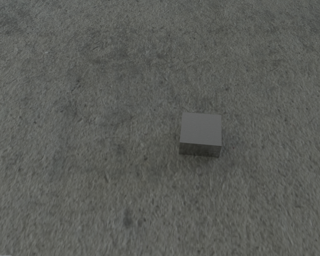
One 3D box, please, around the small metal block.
[{"bbox_3d":[0.052,0.008,0.397,0.050,0.025,0.050,5,50,4],"label":"small metal block"}]
